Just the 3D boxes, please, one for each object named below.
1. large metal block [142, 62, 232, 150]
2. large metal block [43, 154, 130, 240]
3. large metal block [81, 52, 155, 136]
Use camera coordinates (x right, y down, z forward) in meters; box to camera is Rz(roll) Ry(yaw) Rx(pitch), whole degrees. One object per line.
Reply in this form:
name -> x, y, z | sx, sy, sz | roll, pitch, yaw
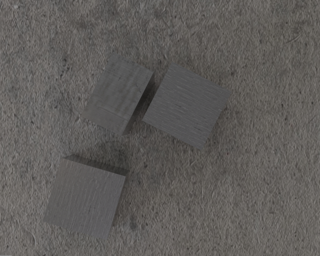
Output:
large metal block -> 0.032, -0.027, 0.398 | 0.080, 0.050, 0.080 | 27, 90, 0
large metal block -> -0.091, 0.085, 0.397 | 0.080, 0.050, 0.080 | 16, 90, 0
large metal block -> -0.047, -0.038, 0.382 | 0.050, 0.080, 0.080 | 27, 90, 0
